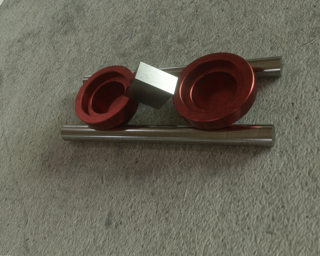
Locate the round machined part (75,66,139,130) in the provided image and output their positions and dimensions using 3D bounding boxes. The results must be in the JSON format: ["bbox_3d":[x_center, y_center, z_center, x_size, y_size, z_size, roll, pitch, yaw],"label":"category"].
[{"bbox_3d":[-0.070,-0.039,0.450,0.098,0.042,0.098,-13,56,21],"label":"round machined part"}]

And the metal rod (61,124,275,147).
[{"bbox_3d":[-0.010,0.008,0.405,0.300,0.025,0.025,0,62,28],"label":"metal rod"}]

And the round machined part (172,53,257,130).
[{"bbox_3d":[0.068,-0.040,0.377,0.098,0.042,0.098,-13,56,21],"label":"round machined part"}]

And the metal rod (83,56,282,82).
[{"bbox_3d":[0.013,-0.075,0.443,0.300,0.025,0.025,0,62,28],"label":"metal rod"}]

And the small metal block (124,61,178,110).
[{"bbox_3d":[-0.012,-0.052,0.394,0.050,0.050,0.025,138,150,-61],"label":"small metal block"}]
